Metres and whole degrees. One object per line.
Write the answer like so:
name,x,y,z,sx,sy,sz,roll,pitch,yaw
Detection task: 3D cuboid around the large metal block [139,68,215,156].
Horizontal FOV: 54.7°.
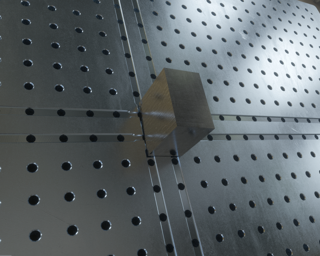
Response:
large metal block,0.017,-0.017,0.393,0.050,0.080,0.080,3,60,-27
